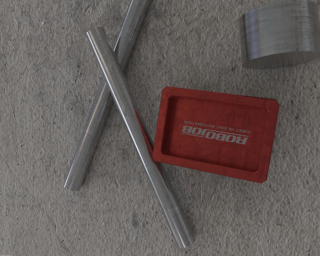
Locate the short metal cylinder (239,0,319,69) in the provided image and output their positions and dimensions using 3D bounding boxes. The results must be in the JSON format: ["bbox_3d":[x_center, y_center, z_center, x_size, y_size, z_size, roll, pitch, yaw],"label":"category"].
[{"bbox_3d":[0.128,-0.097,0.334,0.080,0.080,0.050,-4,89,20],"label":"short metal cylinder"}]

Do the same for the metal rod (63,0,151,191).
[{"bbox_3d":[-0.074,-0.051,0.435,0.025,0.025,0.298,24,98,18],"label":"metal rod"}]

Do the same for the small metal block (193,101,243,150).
[{"bbox_3d":[0.072,-0.003,0.384,0.050,0.025,0.050,22,97,18],"label":"small metal block"}]

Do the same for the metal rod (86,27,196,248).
[{"bbox_3d":[-0.026,0.011,0.401,0.025,0.025,0.299,-24,88,18],"label":"metal rod"}]

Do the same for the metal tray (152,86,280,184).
[{"bbox_3d":[0.062,0.005,0.357,0.130,0.030,0.089,10,93,19],"label":"metal tray"}]
